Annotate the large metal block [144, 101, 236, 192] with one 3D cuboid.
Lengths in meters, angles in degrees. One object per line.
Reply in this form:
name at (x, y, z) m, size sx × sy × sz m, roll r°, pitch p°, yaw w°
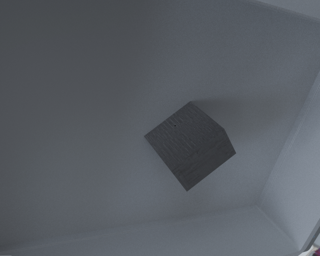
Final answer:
large metal block at (0.038, 0.022, 0.409) m, size 0.080 × 0.080 × 0.050 m, roll -37°, pitch 130°, yaw -4°
